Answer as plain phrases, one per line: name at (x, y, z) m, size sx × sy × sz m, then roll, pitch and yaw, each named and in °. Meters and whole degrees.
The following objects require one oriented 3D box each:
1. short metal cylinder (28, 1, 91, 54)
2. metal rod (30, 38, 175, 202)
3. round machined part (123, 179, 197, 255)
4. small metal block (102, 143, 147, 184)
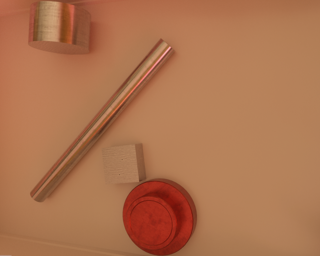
short metal cylinder at (-0.138, -0.135, 0.428) m, size 0.080 × 0.080 × 0.050 m, roll 4°, pitch 92°, yaw 19°
metal rod at (-0.088, -0.003, 0.440) m, size 0.025 × 0.025 × 0.299 m, roll 46°, pitch 104°, yaw 14°
round machined part at (-0.005, 0.118, 0.402) m, size 0.098 × 0.042 × 0.097 m, roll 0°, pitch 90°, yaw 19°
small metal block at (-0.049, 0.049, 0.427) m, size 0.050 × 0.025 × 0.050 m, roll -8°, pitch 88°, yaw 19°
